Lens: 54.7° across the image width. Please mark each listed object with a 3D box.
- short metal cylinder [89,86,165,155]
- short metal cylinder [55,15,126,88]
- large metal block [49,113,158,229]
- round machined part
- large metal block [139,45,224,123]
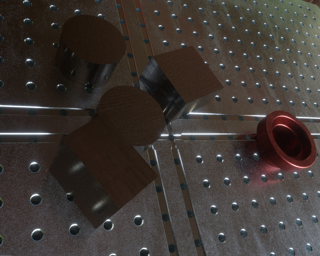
[{"bbox_3d":[-0.041,-0.004,0.372,0.081,0.050,0.080,14,56,-21],"label":"short metal cylinder"},{"bbox_3d":[-0.091,-0.099,0.404,0.081,0.050,0.080,14,56,-21],"label":"short metal cylinder"},{"bbox_3d":[-0.060,0.046,0.312,0.080,0.080,0.050,49,51,6],"label":"large metal block"},{"bbox_3d":[0.191,0.024,0.485,0.099,0.042,0.098,14,56,-21],"label":"round machined part"},{"bbox_3d":[0.030,-0.065,0.448,0.081,0.050,0.080,-25,76,-37],"label":"large metal block"}]
